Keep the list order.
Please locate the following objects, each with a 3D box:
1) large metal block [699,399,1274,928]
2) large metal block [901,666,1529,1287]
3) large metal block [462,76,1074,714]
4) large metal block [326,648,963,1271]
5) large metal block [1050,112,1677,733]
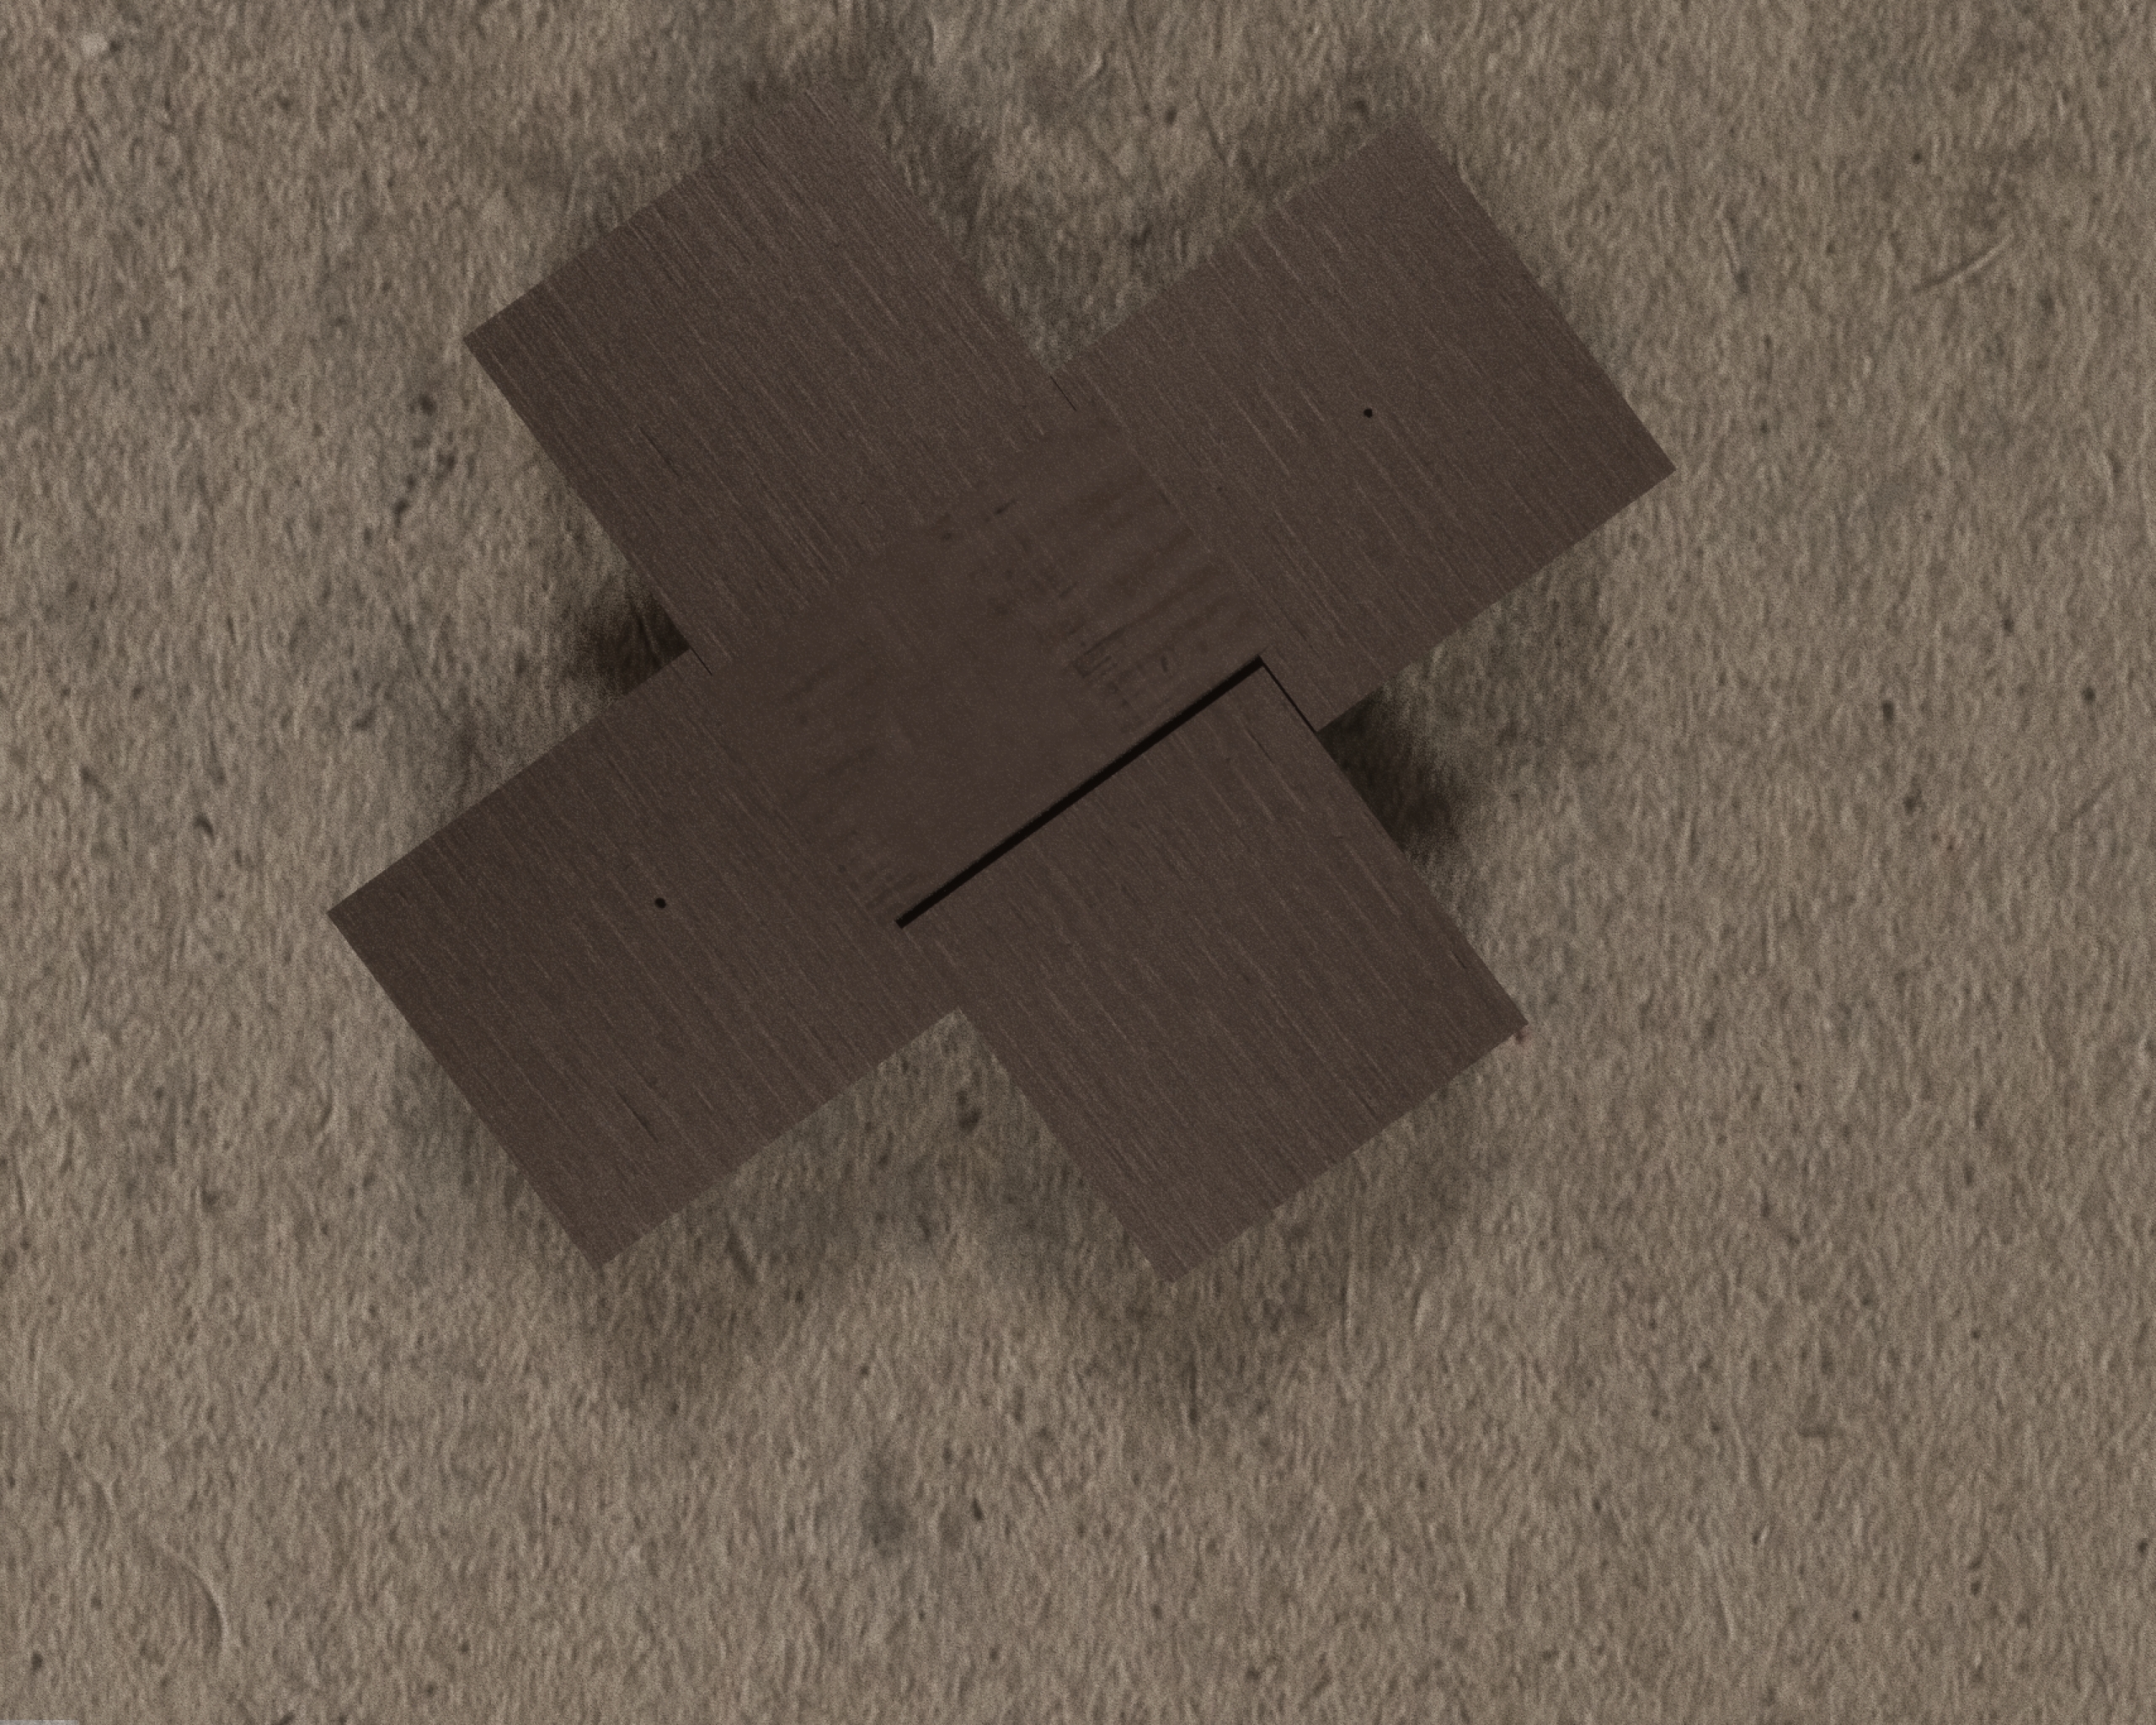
[{"bbox_3d":[-0.015,-0.033,0.383,0.080,0.080,0.050,-36,90,0],"label":"large metal block"},{"bbox_3d":[0.025,0.020,0.398,0.080,0.050,0.080,-36,90,0],"label":"large metal block"},{"bbox_3d":[-0.054,-0.085,0.397,0.080,0.050,0.080,-36,90,0],"label":"large metal block"},{"bbox_3d":[-0.078,0.017,0.397,0.080,0.050,0.080,-36,90,0],"label":"large metal block"},{"bbox_3d":[0.051,-0.079,0.398,0.080,0.050,0.080,-36,90,0],"label":"large metal block"}]
